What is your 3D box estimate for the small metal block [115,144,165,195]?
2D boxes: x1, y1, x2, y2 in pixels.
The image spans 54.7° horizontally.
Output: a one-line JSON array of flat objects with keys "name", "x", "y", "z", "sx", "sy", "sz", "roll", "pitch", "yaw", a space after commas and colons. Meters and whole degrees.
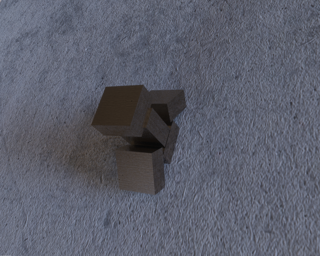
[{"name": "small metal block", "x": -0.023, "y": 0.049, "z": 0.370, "sx": 0.050, "sy": 0.025, "sz": 0.050, "roll": 2, "pitch": 103, "yaw": 29}]

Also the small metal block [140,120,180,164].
[{"name": "small metal block", "x": -0.007, "y": 0.017, "z": 0.398, "sx": 0.050, "sy": 0.025, "sz": 0.050, "roll": 3, "pitch": 63, "yaw": 29}]

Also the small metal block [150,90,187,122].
[{"name": "small metal block", "x": 0.000, "y": -0.030, "z": 0.407, "sx": 0.050, "sy": 0.025, "sz": 0.050, "roll": 3, "pitch": 27, "yaw": 29}]

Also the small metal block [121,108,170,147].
[{"name": "small metal block", "x": -0.023, "y": -0.001, "z": 0.368, "sx": 0.050, "sy": 0.050, "sz": 0.025, "roll": 3, "pitch": 63, "yaw": 29}]

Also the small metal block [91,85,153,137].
[{"name": "small metal block", "x": -0.041, "y": -0.019, "z": 0.341, "sx": 0.050, "sy": 0.025, "sz": 0.050, "roll": 1, "pitch": 62, "yaw": 28}]
